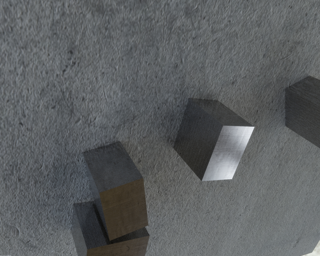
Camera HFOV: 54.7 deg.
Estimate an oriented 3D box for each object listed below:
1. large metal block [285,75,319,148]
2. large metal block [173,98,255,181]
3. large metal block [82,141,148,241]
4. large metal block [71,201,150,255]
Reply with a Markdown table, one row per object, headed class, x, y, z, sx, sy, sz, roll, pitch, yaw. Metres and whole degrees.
| class | x | y | z | sx | sy | sz | roll | pitch | yaw |
| --- | --- | --- | --- | --- | --- | --- | --- | --- | --- |
| large metal block | 0.248 | -0.025 | 0.491 | 0.050 | 0.080 | 0.080 | -27 | 128 | -11 |
| large metal block | 0.068 | 0.014 | 0.417 | 0.050 | 0.080 | 0.079 | 2 | 118 | -29 |
| large metal block | -0.056 | 0.076 | 0.388 | 0.050 | 0.080 | 0.079 | -16 | 125 | -19 |
| large metal block | -0.070 | 0.143 | 0.421 | 0.081 | 0.080 | 0.050 | -3 | 120 | -27 |
